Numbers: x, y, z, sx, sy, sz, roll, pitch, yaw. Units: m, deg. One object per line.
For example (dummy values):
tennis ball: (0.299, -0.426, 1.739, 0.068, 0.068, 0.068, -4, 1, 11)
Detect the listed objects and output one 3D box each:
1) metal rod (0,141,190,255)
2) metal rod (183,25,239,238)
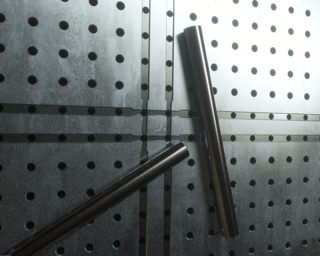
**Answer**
metal rod: (-0.090, 0.103, 0.379, 0.302, 0.025, 0.025, -31, 101, -17)
metal rod: (0.074, 0.008, 0.439, 0.025, 0.025, 0.298, -13, 94, -20)
